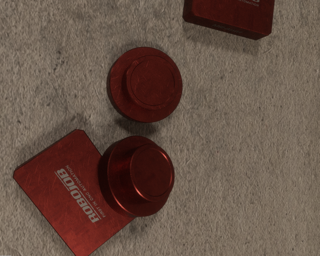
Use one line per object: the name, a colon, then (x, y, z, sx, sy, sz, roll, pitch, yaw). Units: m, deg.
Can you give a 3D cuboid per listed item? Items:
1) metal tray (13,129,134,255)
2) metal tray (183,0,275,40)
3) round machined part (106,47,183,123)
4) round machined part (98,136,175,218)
metal tray: (-0.097, 0.077, 0.371, 0.090, 0.030, 0.130, -36, 102, -17)
metal tray: (0.102, -0.187, 0.445, 0.131, 0.030, 0.089, 7, 88, -20)
round machined part: (-0.016, -0.055, 0.395, 0.099, 0.042, 0.097, 0, 90, -21)
round machined part: (-0.021, 0.056, 0.372, 0.099, 0.042, 0.098, 18, 63, -39)
